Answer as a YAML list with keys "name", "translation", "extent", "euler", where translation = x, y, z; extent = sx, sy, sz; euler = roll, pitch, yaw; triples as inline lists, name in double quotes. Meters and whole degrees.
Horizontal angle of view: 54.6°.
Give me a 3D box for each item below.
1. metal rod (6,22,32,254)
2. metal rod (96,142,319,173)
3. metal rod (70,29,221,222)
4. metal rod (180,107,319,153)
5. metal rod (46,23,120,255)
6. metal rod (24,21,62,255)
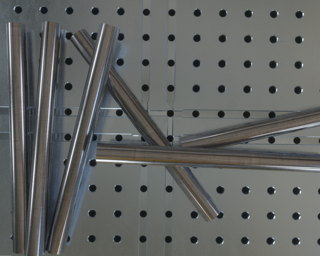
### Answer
- name: "metal rod"
  translation: [-0.186, 0.013, 0.412]
  extent: [0.025, 0.025, 0.298]
  euler: [-2, 90, 0]
- name: "metal rod"
  translation: [0.073, 0.039, 0.395]
  extent: [0.302, 0.025, 0.025]
  euler: [3, 90, -8]
- name: "metal rod"
  translation: [-0.019, -0.003, 0.413]
  extent: [0.025, 0.025, 0.300]
  euler: [-37, 90, 0]
- name: "metal rod"
  translation: [0.176, -0.007, 0.414]
  extent: [0.301, 0.025, 0.025]
  euler: [-12, 90, 0]
- name: "metal rod"
  translation: [-0.101, 0.019, 0.397]
  extent: [0.025, 0.025, 0.298]
  euler: [15, 96, 0]
- name: "metal rod"
  translation: [-0.152, 0.012, 0.405]
  extent: [0.025, 0.025, 0.299]
  euler: [3, 87, 0]
